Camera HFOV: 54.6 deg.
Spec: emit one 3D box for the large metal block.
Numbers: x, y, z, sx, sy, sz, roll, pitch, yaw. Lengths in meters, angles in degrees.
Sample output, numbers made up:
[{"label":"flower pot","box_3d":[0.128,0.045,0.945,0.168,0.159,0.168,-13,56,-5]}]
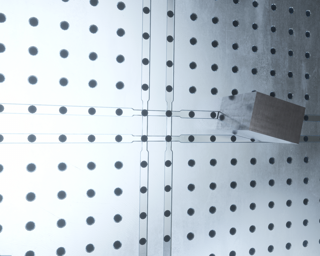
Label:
[{"label":"large metal block","box_3d":[0.138,-0.012,0.434,0.081,0.080,0.050,14,85,-20]}]
